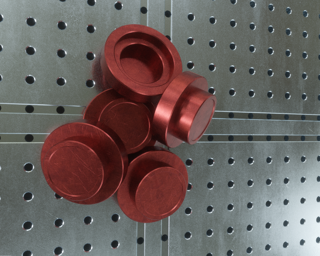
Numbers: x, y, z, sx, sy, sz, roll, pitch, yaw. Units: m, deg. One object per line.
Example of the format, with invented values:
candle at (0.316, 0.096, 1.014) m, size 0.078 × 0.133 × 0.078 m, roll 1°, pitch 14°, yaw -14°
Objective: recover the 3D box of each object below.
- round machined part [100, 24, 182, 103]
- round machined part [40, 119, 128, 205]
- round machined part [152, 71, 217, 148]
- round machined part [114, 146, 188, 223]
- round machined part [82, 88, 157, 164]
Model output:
round machined part at (-0.026, -0.075, 0.383) m, size 0.099 × 0.042 × 0.098 m, roll 10°, pitch 65°, yaw -22°
round machined part at (-0.089, 0.042, 0.346) m, size 0.098 × 0.042 × 0.097 m, roll 2°, pitch 103°, yaw 9°
round machined part at (0.036, -0.018, 0.387) m, size 0.042 × 0.098 × 0.098 m, roll 28°, pitch 78°, yaw 23°
round machined part at (-0.006, 0.075, 0.389) m, size 0.099 × 0.042 × 0.097 m, roll -6°, pitch 104°, yaw -25°
round machined part at (-0.046, -0.003, 0.386) m, size 0.099 × 0.042 × 0.097 m, roll 0°, pitch 90°, yaw -21°
